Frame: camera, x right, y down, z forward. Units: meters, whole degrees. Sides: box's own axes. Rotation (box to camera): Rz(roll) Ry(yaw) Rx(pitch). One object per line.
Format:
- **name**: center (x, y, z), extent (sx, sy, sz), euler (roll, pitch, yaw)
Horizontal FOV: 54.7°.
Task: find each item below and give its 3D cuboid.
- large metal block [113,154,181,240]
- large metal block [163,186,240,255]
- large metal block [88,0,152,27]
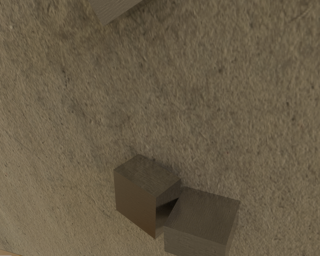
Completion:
- **large metal block**: center (-0.019, 0.096, 0.445), extent (0.080, 0.050, 0.079), euler (26, 130, 33)
- **large metal block**: center (0.058, 0.133, 0.422), extent (0.080, 0.080, 0.050), euler (11, 123, 21)
- **large metal block**: center (-0.037, -0.162, 0.309), extent (0.080, 0.050, 0.080), euler (-19, 109, 35)
